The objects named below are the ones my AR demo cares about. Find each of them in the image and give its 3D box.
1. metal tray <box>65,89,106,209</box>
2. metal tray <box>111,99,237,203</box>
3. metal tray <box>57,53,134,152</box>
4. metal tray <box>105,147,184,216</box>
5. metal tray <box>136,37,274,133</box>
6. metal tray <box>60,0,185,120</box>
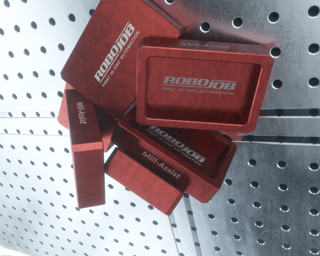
[{"bbox_3d":[-0.092,0.019,0.375,0.030,0.130,0.089,-6,125,-17],"label":"metal tray"},{"bbox_3d":[0.020,0.018,0.369,0.130,0.090,0.030,33,128,6],"label":"metal tray"},{"bbox_3d":[-0.088,-0.036,0.433,0.090,0.030,0.129,33,129,5],"label":"metal tray"},{"bbox_3d":[-0.013,0.061,0.394,0.090,0.130,0.030,33,90,6],"label":"metal tray"},{"bbox_3d":[0.042,-0.044,0.328,0.131,0.030,0.089,4,123,0],"label":"metal tray"},{"bbox_3d":[-0.045,-0.085,0.356,0.090,0.030,0.129,38,115,-2],"label":"metal tray"}]
